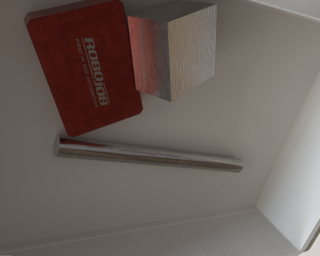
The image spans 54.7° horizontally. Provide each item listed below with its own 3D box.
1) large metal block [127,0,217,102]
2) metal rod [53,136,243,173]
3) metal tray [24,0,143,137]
[{"bbox_3d":[0.016,-0.085,0.332,0.081,0.050,0.079,-35,134,-38],"label":"large metal block"},{"bbox_3d":[0.006,0.042,0.439,0.302,0.025,0.025,10,114,-33],"label":"metal rod"},{"bbox_3d":[-0.074,-0.062,0.328,0.091,0.030,0.129,-21,127,-16],"label":"metal tray"}]
